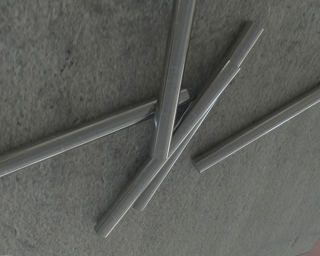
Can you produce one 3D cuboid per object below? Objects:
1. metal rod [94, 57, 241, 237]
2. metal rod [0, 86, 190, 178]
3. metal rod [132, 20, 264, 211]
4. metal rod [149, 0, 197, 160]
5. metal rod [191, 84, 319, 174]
[{"bbox_3d":[0.001,0.036,0.417,0.025,0.025,0.299,26,109,-38],"label":"metal rod"},{"bbox_3d":[-0.103,0.012,0.358,0.302,0.025,0.025,-22,127,-16],"label":"metal rod"},{"bbox_3d":[0.044,-0.008,0.427,0.025,0.025,0.299,23,106,-37],"label":"metal rod"},{"bbox_3d":[0.022,-0.104,0.335,0.025,0.025,0.298,-2,113,-28],"label":"metal rod"},{"bbox_3d":[0.184,-0.013,0.502,0.302,0.025,0.025,-29,129,-10],"label":"metal rod"}]
